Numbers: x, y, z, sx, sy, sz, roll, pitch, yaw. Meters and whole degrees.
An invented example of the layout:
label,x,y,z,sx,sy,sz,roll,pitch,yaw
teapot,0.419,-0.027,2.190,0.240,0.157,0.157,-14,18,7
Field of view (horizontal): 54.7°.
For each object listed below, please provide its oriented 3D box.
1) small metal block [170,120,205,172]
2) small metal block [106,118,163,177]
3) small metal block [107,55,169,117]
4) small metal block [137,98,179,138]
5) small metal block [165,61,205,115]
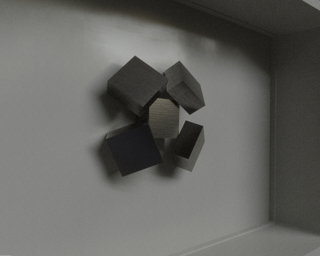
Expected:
label,x,y,z,sx,sy,sz,roll,pitch,yaw
small metal block,0.039,0.026,0.422,0.050,0.025,0.050,-63,159,-21
small metal block,-0.029,0.023,0.364,0.050,0.025,0.050,-20,107,0
small metal block,-0.026,-0.049,0.365,0.050,0.025,0.050,37,62,7
small metal block,-0.002,-0.012,0.401,0.050,0.025,0.050,2,89,-40
small metal block,0.033,-0.054,0.416,0.050,0.025,0.050,42,27,-32
